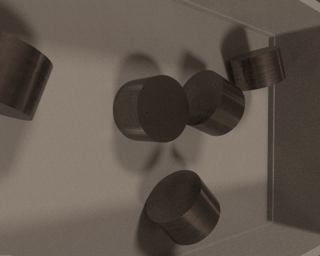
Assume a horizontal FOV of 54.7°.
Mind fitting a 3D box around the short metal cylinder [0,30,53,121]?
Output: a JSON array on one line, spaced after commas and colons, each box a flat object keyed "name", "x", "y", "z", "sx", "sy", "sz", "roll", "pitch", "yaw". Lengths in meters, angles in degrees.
[{"name": "short metal cylinder", "x": -0.138, "y": -0.043, "z": 0.256, "sx": 0.080, "sy": 0.080, "sz": 0.050, "roll": 26, "pitch": 74, "yaw": -38}]

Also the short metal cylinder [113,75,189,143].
[{"name": "short metal cylinder", "x": -0.010, "y": -0.023, "z": 0.383, "sx": 0.081, "sy": 0.050, "sz": 0.079, "roll": 0, "pitch": 90, "yaw": -40}]

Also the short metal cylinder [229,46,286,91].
[{"name": "short metal cylinder", "x": 0.159, "y": -0.098, "z": 0.507, "sx": 0.081, "sy": 0.080, "sz": 0.050, "roll": -30, "pitch": 109, "yaw": -36}]

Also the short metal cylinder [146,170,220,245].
[{"name": "short metal cylinder", "x": 0.030, "y": 0.101, "z": 0.398, "sx": 0.080, "sy": 0.080, "sz": 0.050, "roll": -53, "pitch": 121, "yaw": -27}]

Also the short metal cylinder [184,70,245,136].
[{"name": "short metal cylinder", "x": 0.070, "y": -0.034, "z": 0.432, "sx": 0.050, "sy": 0.080, "sz": 0.080, "roll": 23, "pitch": 76, "yaw": -38}]
